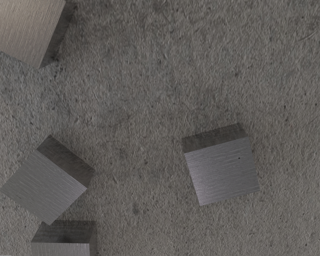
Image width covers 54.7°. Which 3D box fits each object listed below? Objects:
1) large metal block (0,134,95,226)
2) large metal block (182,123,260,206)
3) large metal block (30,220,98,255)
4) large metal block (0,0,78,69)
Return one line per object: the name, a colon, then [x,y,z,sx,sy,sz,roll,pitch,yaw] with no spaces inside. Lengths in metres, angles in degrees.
large metal block: [-0.150,0.070,0.421,0.080,0.050,0.080,42,105,-14]
large metal block: [0.080,0.048,0.415,0.080,0.050,0.080,-16,110,5]
large metal block: [-0.139,0.187,0.464,0.081,0.050,0.079,1,110,-1]
large metal block: [-0.152,-0.124,0.349,0.080,0.050,0.080,27,108,-10]
